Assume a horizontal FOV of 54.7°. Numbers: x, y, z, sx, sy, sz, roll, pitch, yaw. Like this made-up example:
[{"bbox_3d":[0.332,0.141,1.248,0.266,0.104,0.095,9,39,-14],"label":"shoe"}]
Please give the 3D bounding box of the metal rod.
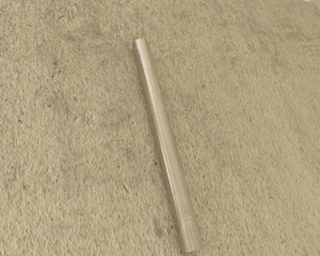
[{"bbox_3d":[0.003,0.005,0.405,0.025,0.025,0.299,0,62,-29],"label":"metal rod"}]
